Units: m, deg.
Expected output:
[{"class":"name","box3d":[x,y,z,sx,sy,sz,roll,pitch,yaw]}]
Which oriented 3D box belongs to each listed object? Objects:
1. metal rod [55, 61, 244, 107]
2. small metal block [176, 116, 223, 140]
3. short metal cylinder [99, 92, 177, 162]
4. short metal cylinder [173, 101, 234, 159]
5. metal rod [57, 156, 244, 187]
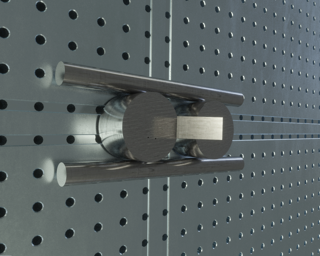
[{"class":"metal rod","box3d":[0.013,-0.052,0.416,0.302,0.025,0.025,2,89,-40]},{"class":"small metal block","box3d":[0.047,0.001,0.368,0.050,0.050,0.025,22,70,-83]},{"class":"short metal cylinder","box3d":[-0.025,-0.001,0.368,0.081,0.050,0.079,0,90,-40]},{"class":"short metal cylinder","box3d":[0.059,0.003,0.439,0.081,0.050,0.079,0,90,-40]},{"class":"metal rod","box3d":[0.014,0.054,0.417,0.302,0.025,0.025,3,88,-40]}]
